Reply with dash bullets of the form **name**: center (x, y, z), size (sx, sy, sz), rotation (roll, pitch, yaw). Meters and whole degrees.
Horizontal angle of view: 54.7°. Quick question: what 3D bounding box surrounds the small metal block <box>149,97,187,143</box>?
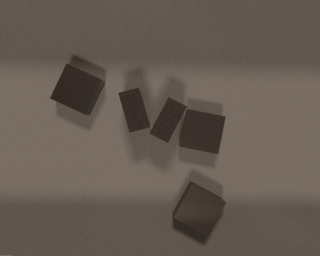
- **small metal block**: center (0.010, -0.010, 0.399), size (0.025, 0.050, 0.050), rotation (28, 90, 0)

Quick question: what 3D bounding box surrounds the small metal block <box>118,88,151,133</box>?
- **small metal block**: center (-0.031, -0.022, 0.399), size (0.025, 0.050, 0.050), rotation (-16, 90, 0)

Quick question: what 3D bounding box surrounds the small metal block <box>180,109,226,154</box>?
- **small metal block**: center (0.055, 0.005, 0.412), size (0.050, 0.025, 0.050), rotation (11, 90, -1)

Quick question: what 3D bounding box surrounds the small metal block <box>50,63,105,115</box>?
- **small metal block**: center (-0.108, -0.050, 0.410), size (0.050, 0.025, 0.050), rotation (25, 90, -1)

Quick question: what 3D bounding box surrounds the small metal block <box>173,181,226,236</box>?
- **small metal block**: center (0.052, 0.106, 0.412), size (0.050, 0.025, 0.050), rotation (29, 90, -1)
